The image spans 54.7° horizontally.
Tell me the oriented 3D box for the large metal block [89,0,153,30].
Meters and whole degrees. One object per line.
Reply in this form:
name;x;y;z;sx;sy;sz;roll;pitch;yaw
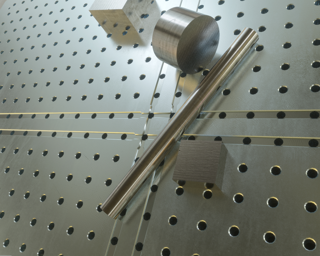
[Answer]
large metal block;-0.069;-0.228;0.569;0.080;0.050;0.080;13;68;33

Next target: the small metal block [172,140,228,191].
small metal block;0.047;0.042;0.358;0.050;0.025;0.050;1;62;28

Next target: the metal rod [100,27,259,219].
metal rod;0.030;-0.012;0.399;0.025;0.025;0.300;32;79;38

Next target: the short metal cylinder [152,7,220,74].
short metal cylinder;0.036;-0.121;0.428;0.080;0.080;0.050;-49;51;-6
